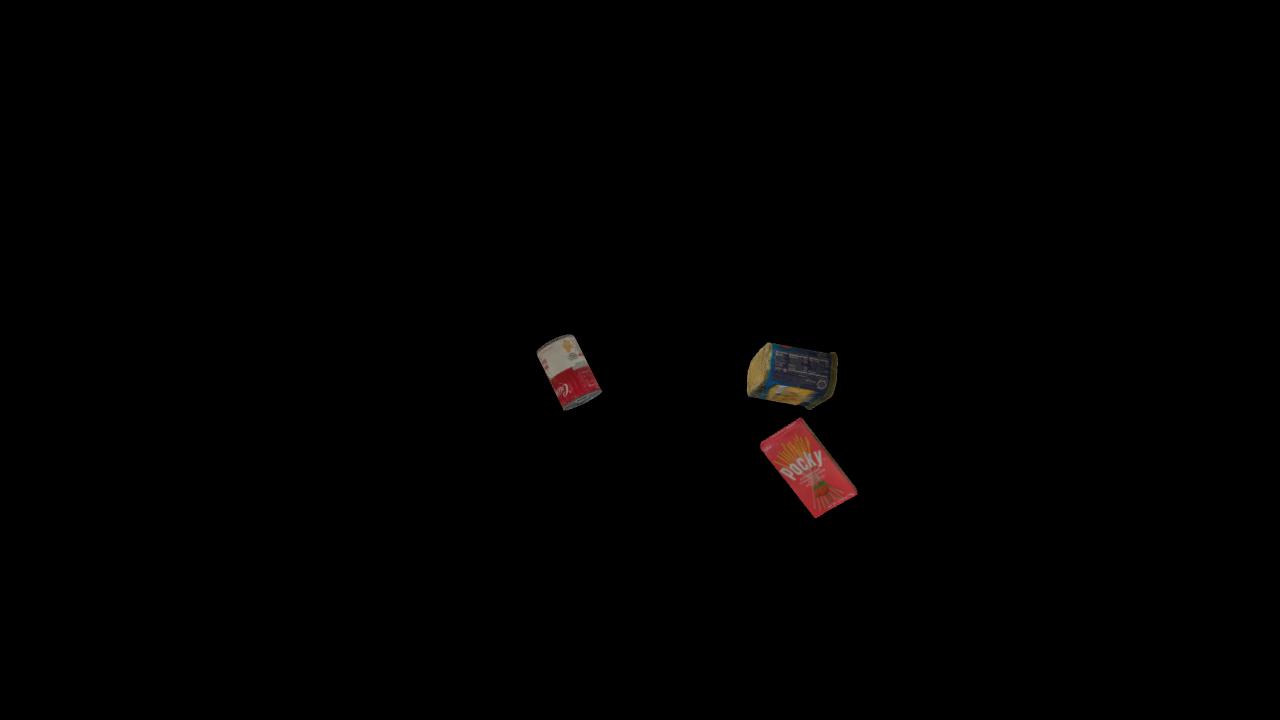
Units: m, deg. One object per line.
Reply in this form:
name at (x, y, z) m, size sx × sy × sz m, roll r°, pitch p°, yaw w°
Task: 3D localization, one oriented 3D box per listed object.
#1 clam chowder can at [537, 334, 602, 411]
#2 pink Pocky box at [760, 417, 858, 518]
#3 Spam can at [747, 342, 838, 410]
clam chowder can at (-0.111, 0.019, 0.963) m, size 0.068 × 0.102 × 0.068 m, roll -26°, pitch -9°, yaw -4°
pink Pocky box at (0.277, 0.178, 1.013) m, size 0.084 × 0.155 × 0.029 m, roll -37°, pitch 4°, yaw 19°
Spam can at (0.185, 0.020, 0.763) m, size 0.085 × 0.058 × 0.101 m, roll 10°, pitch -18°, yaw -2°
